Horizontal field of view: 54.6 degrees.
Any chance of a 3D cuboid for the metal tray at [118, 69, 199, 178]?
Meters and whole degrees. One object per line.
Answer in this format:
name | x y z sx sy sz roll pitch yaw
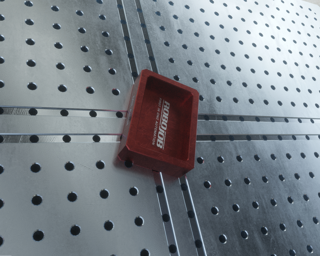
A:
metal tray | 0.003 -0.009 0.411 0.090 0.030 0.130 20 54 -17
